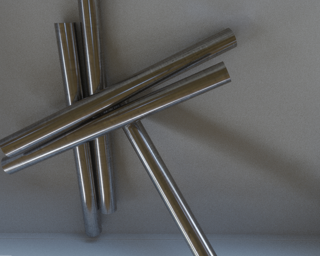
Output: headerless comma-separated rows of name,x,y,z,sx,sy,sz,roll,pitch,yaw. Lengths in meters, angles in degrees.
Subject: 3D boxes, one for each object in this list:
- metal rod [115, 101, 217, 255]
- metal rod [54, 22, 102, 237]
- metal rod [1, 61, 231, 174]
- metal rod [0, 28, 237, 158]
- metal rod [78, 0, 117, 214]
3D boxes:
metal rod,0.022,0.097,0.382,0.025,0.025,0.299,-31,82,10
metal rod,-0.106,0.016,0.415,0.025,0.025,0.298,-2,110,0
metal rod,-0.061,-0.007,0.376,0.301,0.025,0.025,-22,109,11
metal rod,-0.049,-0.042,0.372,0.301,0.025,0.025,-26,109,0
metal rod,-0.079,-0.021,0.402,0.025,0.025,0.298,-1,110,0
